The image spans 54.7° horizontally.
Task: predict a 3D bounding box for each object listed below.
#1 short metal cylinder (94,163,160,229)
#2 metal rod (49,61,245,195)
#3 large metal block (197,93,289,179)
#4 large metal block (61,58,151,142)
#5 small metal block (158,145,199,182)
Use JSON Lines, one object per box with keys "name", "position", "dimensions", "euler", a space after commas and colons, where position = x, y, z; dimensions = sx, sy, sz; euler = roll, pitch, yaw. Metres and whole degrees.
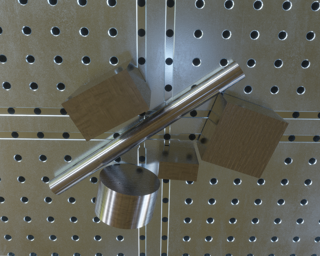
{"name": "short metal cylinder", "position": [-0.044, 0.089, 0.416], "dimensions": [0.081, 0.080, 0.050], "euler": [11, 110, -5]}
{"name": "metal rod", "position": [-0.025, 0.005, 0.414], "dimensions": [0.300, 0.025, 0.025], "euler": [-32, 107, 11]}
{"name": "large metal block", "position": [0.103, 0.009, 0.402], "dimensions": [0.080, 0.050, 0.079], "euler": [18, 109, -7]}
{"name": "large metal block", "position": [-0.059, -0.037, 0.370], "dimensions": [0.080, 0.080, 0.050], "euler": [-27, 108, 9]}
{"name": "small metal block", "position": [0.023, 0.047, 0.418], "dimensions": [0.050, 0.050, 0.025], "euler": [5, 110, -2]}
